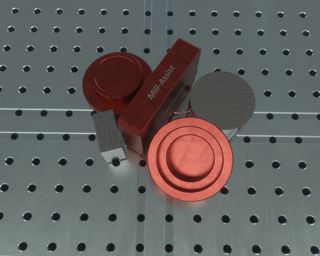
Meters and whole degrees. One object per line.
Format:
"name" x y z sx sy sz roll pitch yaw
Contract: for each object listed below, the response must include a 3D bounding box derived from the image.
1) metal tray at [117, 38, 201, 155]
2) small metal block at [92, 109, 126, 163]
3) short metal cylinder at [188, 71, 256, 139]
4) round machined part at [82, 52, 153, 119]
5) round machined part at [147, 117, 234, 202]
"metal tray" 0.001 -0.036 0.386 0.030 0.090 0.130 31 73 10
"small metal block" -0.063 0.011 0.389 0.025 0.050 0.050 -14 71 -5
"short metal cylinder" 0.077 -0.027 0.404 0.081 0.050 0.080 0 70 0
"round machined part" -0.056 -0.063 0.420 0.099 0.042 0.098 0 70 0
"round machined part" 0.037 0.035 0.374 0.098 0.042 0.097 0 91 10
